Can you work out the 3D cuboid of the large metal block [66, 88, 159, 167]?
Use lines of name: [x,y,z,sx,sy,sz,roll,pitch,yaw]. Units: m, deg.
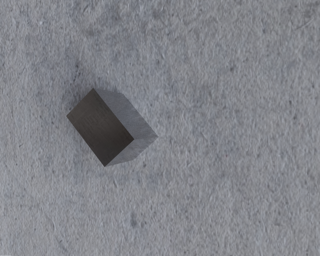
large metal block: [-0.058,-0.001,0.399,0.050,0.080,0.080,-43,77,15]
